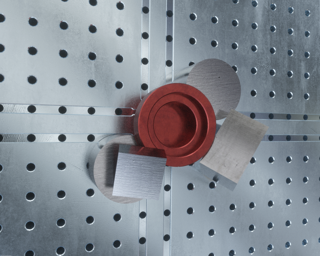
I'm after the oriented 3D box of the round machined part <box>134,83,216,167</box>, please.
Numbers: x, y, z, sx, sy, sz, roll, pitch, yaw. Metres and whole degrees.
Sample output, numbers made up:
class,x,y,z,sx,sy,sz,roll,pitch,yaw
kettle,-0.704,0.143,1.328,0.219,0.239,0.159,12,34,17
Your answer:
class,x,y,z,sx,sy,sz,roll,pitch,yaw
round machined part,0.015,-0.004,0.378,0.099,0.042,0.097,0,90,-20

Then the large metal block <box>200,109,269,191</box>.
class,x,y,z,sx,sy,sz,roll,pitch,yaw
large metal block,0.096,0.032,0.412,0.050,0.080,0.080,29,79,17

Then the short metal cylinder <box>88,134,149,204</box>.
class,x,y,z,sx,sy,sz,roll,pitch,yaw
short metal cylinder,-0.045,0.048,0.382,0.081,0.050,0.079,0,90,-20

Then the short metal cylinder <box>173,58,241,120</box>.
class,x,y,z,sx,sy,sz,roll,pitch,yaw
short metal cylinder,0.062,-0.050,0.422,0.081,0.050,0.079,0,90,-20

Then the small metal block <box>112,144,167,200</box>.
class,x,y,z,sx,sy,sz,roll,pitch,yaw
small metal block,-0.023,0.048,0.338,0.050,0.025,0.050,8,107,-8
